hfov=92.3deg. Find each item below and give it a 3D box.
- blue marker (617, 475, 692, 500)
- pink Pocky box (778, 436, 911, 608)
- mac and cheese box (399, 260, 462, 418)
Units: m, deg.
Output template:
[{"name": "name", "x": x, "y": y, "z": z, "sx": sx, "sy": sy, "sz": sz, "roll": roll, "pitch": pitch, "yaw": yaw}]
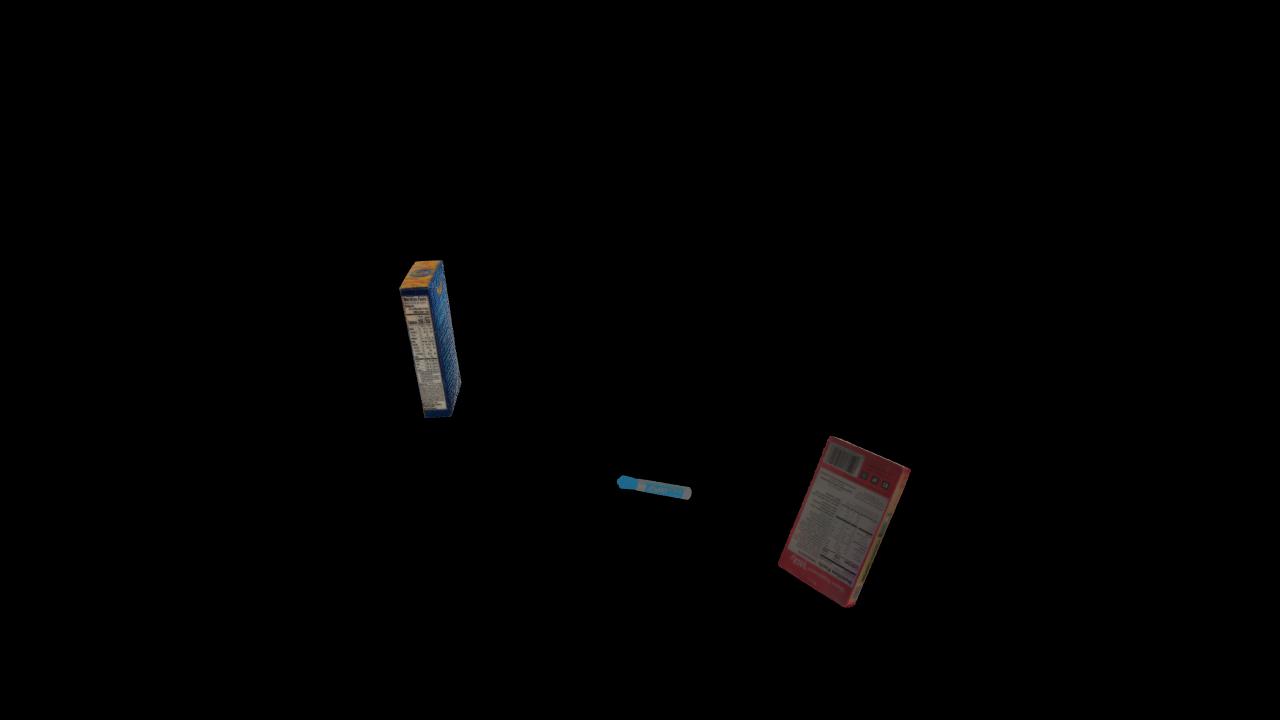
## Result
[{"name": "blue marker", "x": 0.021, "y": 0.184, "z": 0.889, "sx": 0.121, "sy": 0.020, "sz": 0.020, "roll": 16, "pitch": -8, "yaw": -27}, {"name": "pink Pocky box", "x": 0.212, "y": 0.167, "z": 0.644, "sx": 0.084, "sy": 0.155, "sz": 0.029, "roll": 24, "pitch": 4, "yaw": 42}, {"name": "mac and cheese box", "x": -0.266, "y": -0.026, "z": 0.791, "sx": 0.041, "sy": 0.184, "sz": 0.093, "roll": -2, "pitch": 29, "yaw": -4}]
